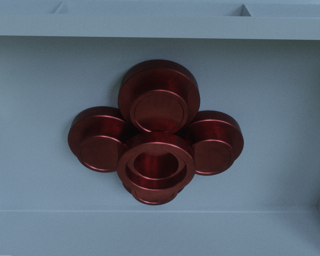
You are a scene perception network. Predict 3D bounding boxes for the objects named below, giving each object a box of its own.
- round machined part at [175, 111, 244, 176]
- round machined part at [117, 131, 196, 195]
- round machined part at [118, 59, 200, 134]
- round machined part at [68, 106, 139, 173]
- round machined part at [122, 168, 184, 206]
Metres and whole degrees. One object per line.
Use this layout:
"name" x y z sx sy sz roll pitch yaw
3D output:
"round machined part" 0.064 0.027 0.419 0.099 0.042 0.097 0 130 0
"round machined part" -0.005 0.040 0.402 0.099 0.042 0.097 0 130 0
"round machined part" -0.001 -0.028 0.370 0.099 0.042 0.097 0 130 0
"round machined part" -0.073 0.022 0.413 0.099 0.042 0.097 0 130 0
"round machined part" -0.008 0.078 0.461 0.099 0.042 0.097 -1 129 -1
